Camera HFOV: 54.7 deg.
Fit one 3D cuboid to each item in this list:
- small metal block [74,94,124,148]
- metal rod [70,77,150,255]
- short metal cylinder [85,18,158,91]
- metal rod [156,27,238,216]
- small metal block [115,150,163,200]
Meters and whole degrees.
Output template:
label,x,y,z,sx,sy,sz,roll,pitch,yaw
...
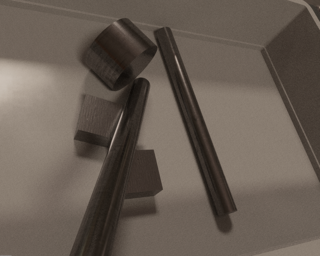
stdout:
label,x,y,z,sx,sy,sz,roll,pitch,yaw
small metal block,-0.071,-0.007,0.373,0.050,0.025,0.050,16,55,-20
metal rod,-0.035,0.017,0.302,0.025,0.025,0.300,27,28,-12
short metal cylinder,-0.049,-0.094,0.402,0.050,0.080,0.080,45,51,2
metal rod,0.046,-0.025,0.446,0.025,0.025,0.299,-2,63,-30
small metal block,-0.029,0.053,0.358,0.050,0.025,0.050,0,62,-28
